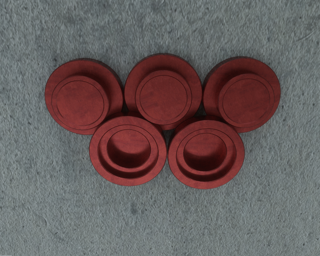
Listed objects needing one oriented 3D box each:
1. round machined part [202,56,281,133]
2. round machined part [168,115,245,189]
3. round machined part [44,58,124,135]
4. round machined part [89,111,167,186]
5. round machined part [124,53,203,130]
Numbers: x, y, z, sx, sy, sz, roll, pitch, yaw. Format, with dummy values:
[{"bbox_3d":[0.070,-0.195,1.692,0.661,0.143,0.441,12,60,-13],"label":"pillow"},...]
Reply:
[{"bbox_3d":[0.103,-0.039,0.389,0.099,0.042,0.097,0,110,-1],"label":"round machined part"},{"bbox_3d":[0.059,0.029,0.413,0.099,0.042,0.097,0,110,-1],"label":"round machined part"},{"bbox_3d":[-0.095,-0.036,0.387,0.099,0.042,0.097,0,110,-1],"label":"round machined part"},{"bbox_3d":[-0.040,0.024,0.410,0.099,0.042,0.097,0,110,-1],"label":"round machined part"},{"bbox_3d":[0.004,-0.042,0.387,0.099,0.042,0.097,0,110,-1],"label":"round machined part"}]
